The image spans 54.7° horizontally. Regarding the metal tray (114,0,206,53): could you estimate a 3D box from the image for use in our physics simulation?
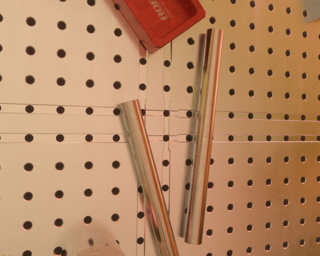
[{"bbox_3d":[-0.011,-0.177,0.406,0.090,0.030,0.130,-39,103,-16],"label":"metal tray"}]

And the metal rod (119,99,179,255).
[{"bbox_3d":[-0.003,0.109,0.412,0.025,0.025,0.298,-16,96,-20],"label":"metal rod"}]

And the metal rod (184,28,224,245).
[{"bbox_3d":[0.062,0.010,0.436,0.025,0.025,0.298,7,88,-20],"label":"metal rod"}]

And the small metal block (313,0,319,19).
[{"bbox_3d":[0.288,-0.216,0.521,0.050,0.025,0.050,-15,95,-20],"label":"small metal block"}]

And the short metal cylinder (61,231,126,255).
[{"bbox_3d":[-0.079,0.172,0.371,0.081,0.050,0.079,0,90,-21],"label":"short metal cylinder"}]
